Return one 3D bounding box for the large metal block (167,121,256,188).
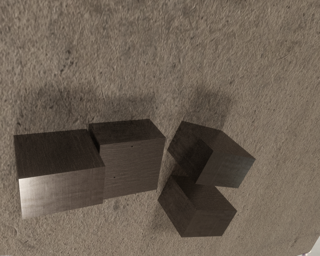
[{"bbox_3d":[0.070,0.037,0.435,0.081,0.080,0.050,13,112,-34],"label":"large metal block"}]

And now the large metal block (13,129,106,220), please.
[{"bbox_3d":[-0.112,0.045,0.339,0.081,0.080,0.050,-6,121,-26],"label":"large metal block"}]

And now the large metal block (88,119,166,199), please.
[{"bbox_3d":[-0.045,0.038,0.391,0.081,0.050,0.079,-5,121,-26],"label":"large metal block"}]

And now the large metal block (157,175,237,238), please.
[{"bbox_3d":[0.056,0.119,0.478,0.081,0.080,0.050,12,112,-34],"label":"large metal block"}]
